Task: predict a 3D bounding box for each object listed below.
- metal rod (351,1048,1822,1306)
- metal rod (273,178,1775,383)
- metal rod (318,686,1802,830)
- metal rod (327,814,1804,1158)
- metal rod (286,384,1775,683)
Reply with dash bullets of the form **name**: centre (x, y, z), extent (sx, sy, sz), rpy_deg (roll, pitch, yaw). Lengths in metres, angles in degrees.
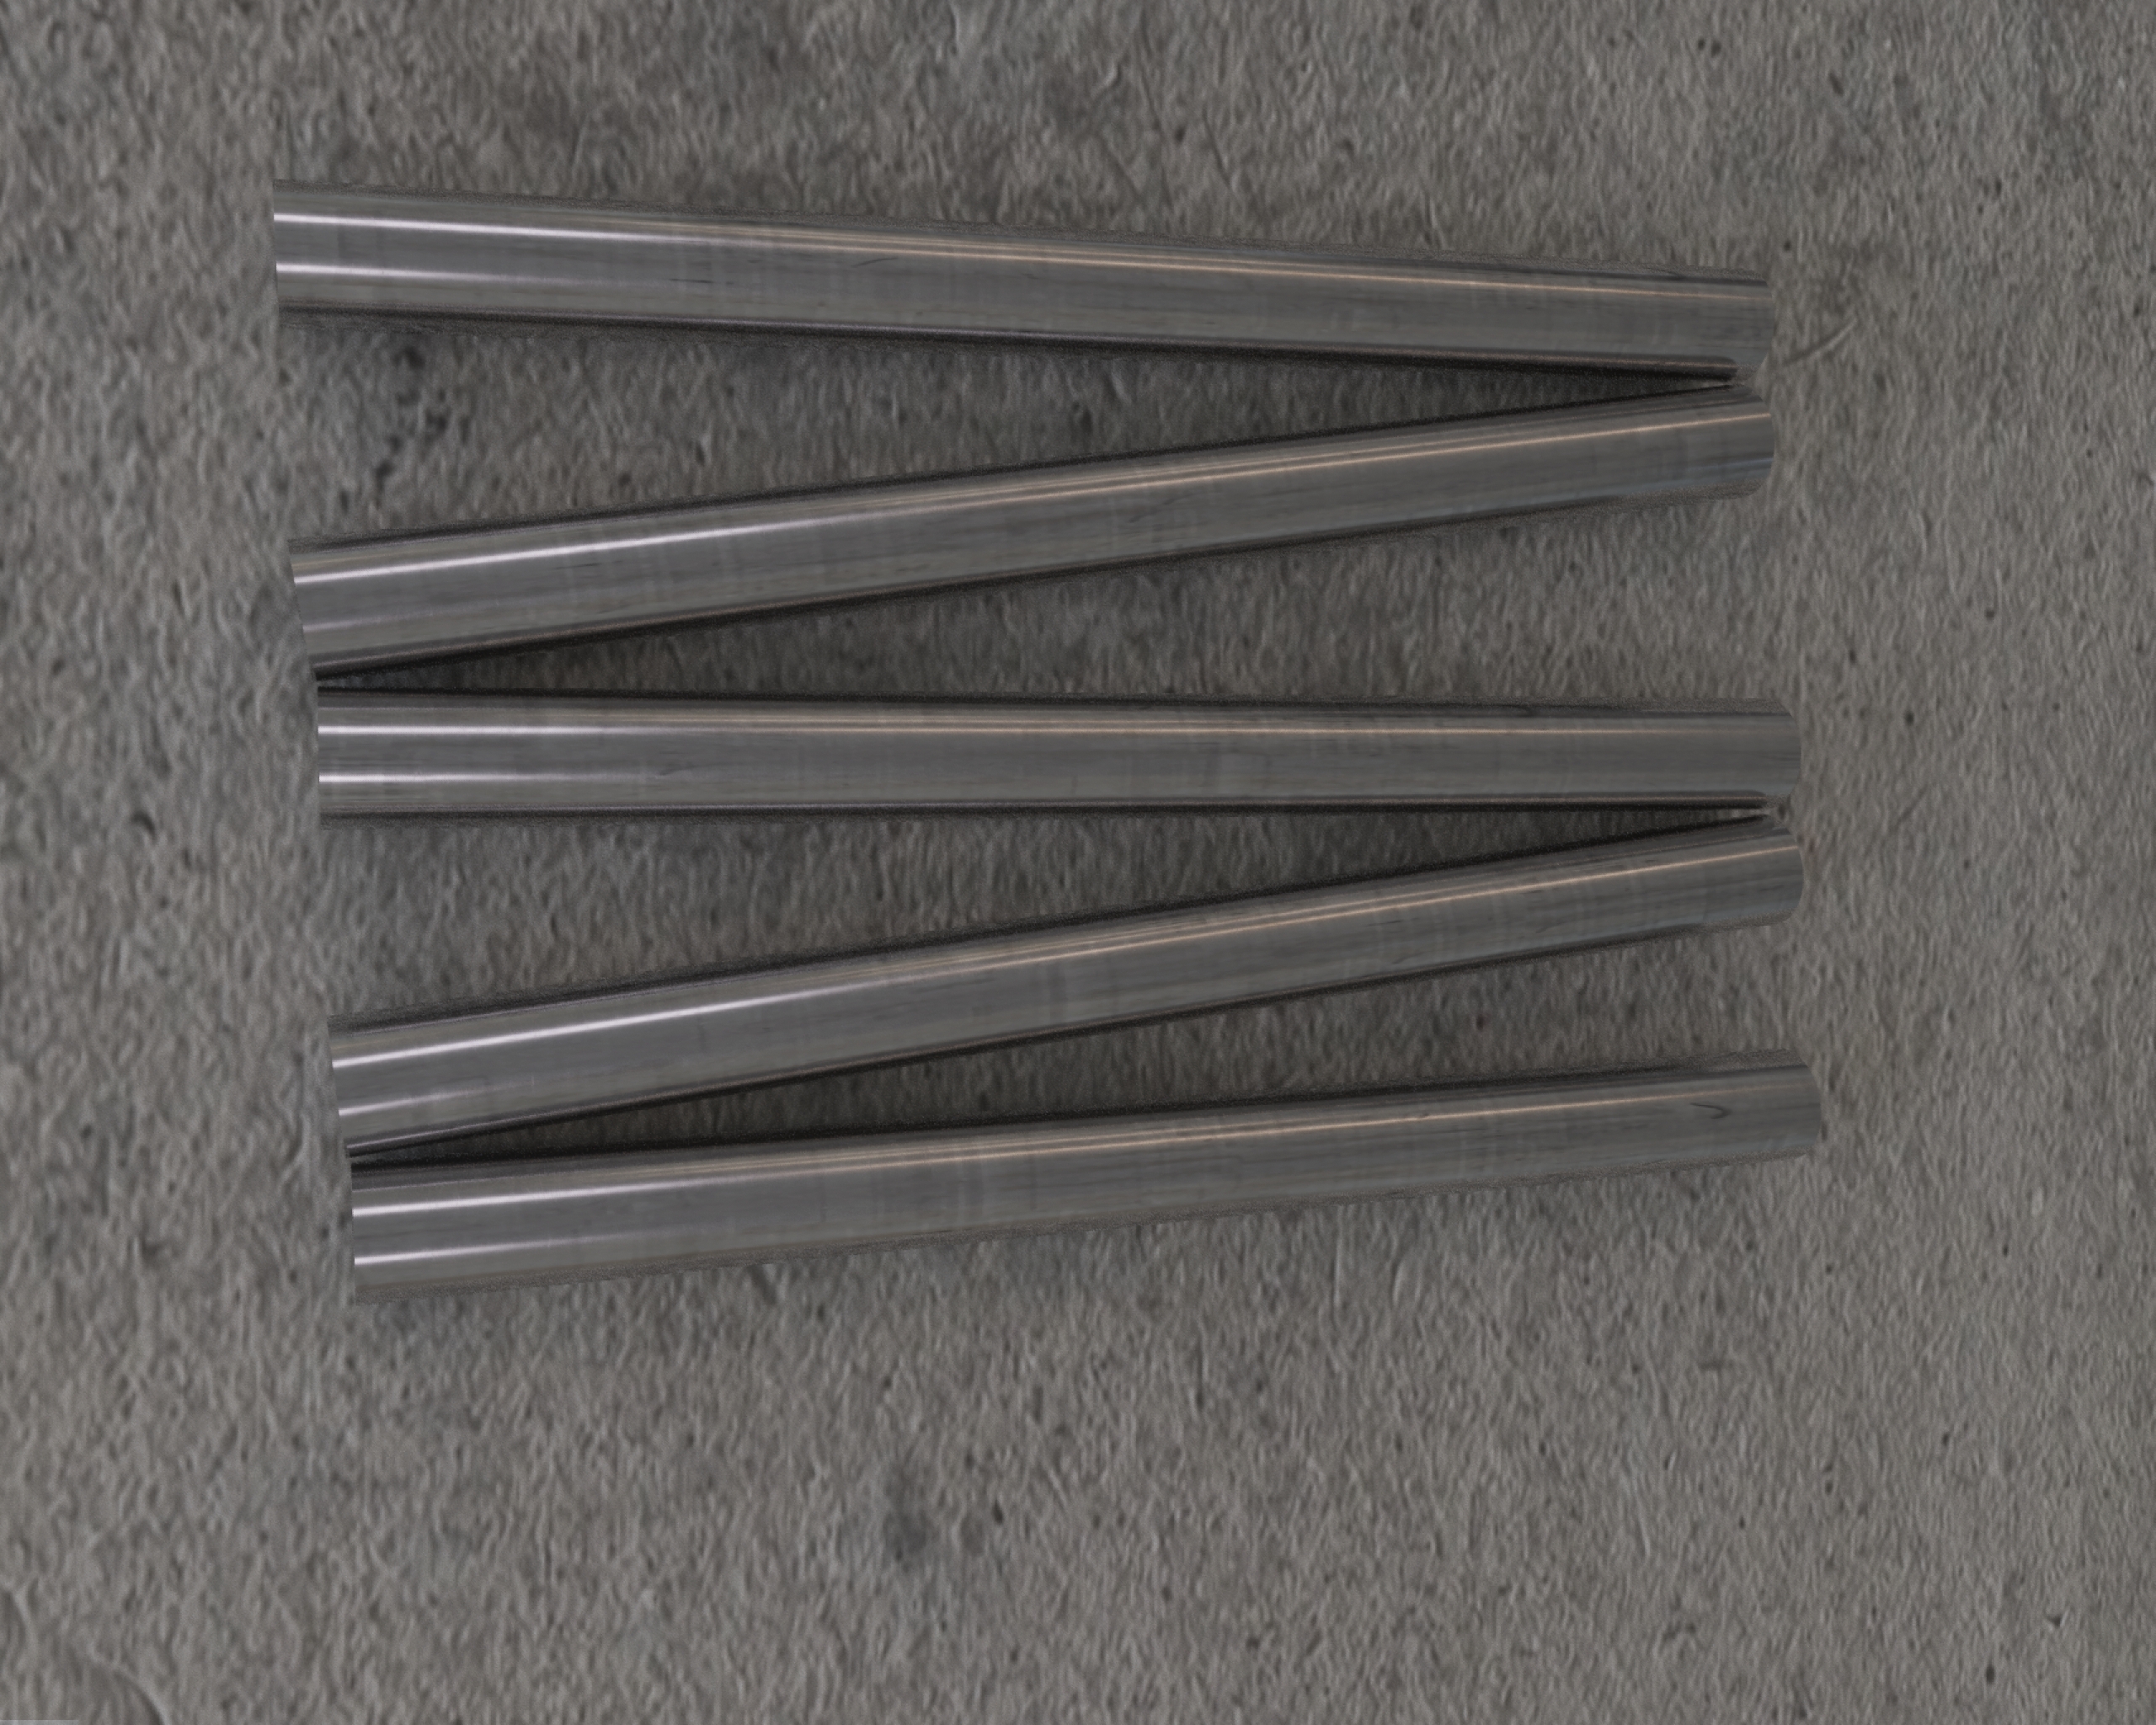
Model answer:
- **metal rod**: centre (0.016, 0.059, 0.414), extent (0.303, 0.025, 0.025), rpy_deg (-2, 91, -20)
- **metal rod**: centre (0.004, -0.111, 0.410), extent (0.303, 0.025, 0.025), rpy_deg (-3, 91, -20)
- **metal rod**: centre (0.011, -0.021, 0.412), extent (0.302, 0.025, 0.025), rpy_deg (-1, 91, -20)
- **metal rod**: centre (0.012, 0.020, 0.413), extent (0.302, 0.025, 0.025), rpy_deg (-8, 93, -20)
- **metal rod**: centre (0.006, -0.068, 0.410), extent (0.302, 0.025, 0.025), rpy_deg (-10, 94, -20)
